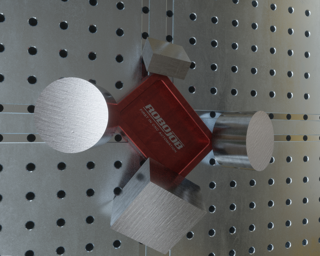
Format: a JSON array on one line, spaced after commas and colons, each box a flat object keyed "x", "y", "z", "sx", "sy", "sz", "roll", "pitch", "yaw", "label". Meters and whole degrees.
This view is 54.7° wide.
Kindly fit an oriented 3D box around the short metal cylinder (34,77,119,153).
[{"x": -0.091, "y": -0.014, "z": 0.350, "sx": 0.080, "sy": 0.050, "sz": 0.079, "roll": 0, "pitch": 91, "yaw": 5, "label": "short metal cylinder"}]

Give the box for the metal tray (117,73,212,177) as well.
[{"x": 0.004, "y": 0.001, "z": 0.411, "sx": 0.090, "sy": 0.030, "sz": 0.130, "roll": -43, "pitch": 104, "yaw": -15, "label": "metal tray"}]

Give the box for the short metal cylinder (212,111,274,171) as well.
[{"x": 0.115, "y": 0.017, "z": 0.425, "sx": 0.081, "sy": 0.050, "sz": 0.079, "roll": -1, "pitch": 91, "yaw": -46, "label": "short metal cylinder"}]

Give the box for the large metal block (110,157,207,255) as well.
[{"x": -0.003, "y": 0.096, "z": 0.380, "sx": 0.080, "sy": 0.050, "sz": 0.080, "roll": 33, "pitch": 110, "yaw": -18, "label": "large metal block"}]

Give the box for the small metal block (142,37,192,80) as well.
[{"x": 0.007, "y": -0.090, "z": 0.399, "sx": 0.050, "sy": 0.050, "sz": 0.025, "roll": 10, "pitch": 125, "yaw": -20, "label": "small metal block"}]
